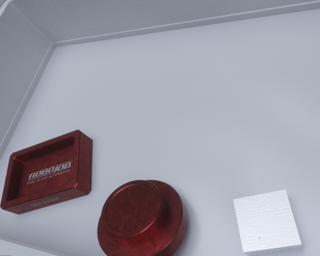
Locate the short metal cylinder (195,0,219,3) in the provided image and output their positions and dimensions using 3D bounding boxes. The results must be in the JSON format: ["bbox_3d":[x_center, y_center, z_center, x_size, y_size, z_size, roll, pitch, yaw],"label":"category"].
[{"bbox_3d":[0.074,-0.245,0.484,0.080,0.080,0.050,8,66,31],"label":"short metal cylinder"}]

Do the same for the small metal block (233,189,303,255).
[{"bbox_3d":[0.102,0.091,0.296,0.050,0.025,0.050,-16,55,18],"label":"small metal block"}]

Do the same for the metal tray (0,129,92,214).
[{"bbox_3d":[-0.161,0.064,0.445,0.130,0.030,0.090,-18,55,17],"label":"metal tray"}]

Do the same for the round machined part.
[{"bbox_3d":[-0.023,0.095,0.332,0.098,0.042,0.098,-14,41,13],"label":"round machined part"}]
